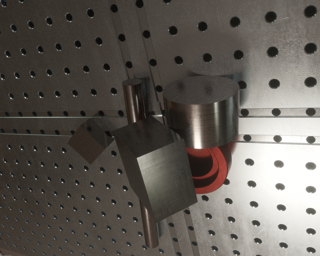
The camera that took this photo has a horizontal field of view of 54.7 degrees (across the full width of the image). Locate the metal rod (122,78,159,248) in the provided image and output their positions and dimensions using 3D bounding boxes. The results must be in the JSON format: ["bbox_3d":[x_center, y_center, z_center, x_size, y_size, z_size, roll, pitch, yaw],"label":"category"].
[{"bbox_3d":[-0.024,0.070,0.465,0.025,0.025,0.298,9,123,23],"label":"metal rod"}]

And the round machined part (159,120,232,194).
[{"bbox_3d":[0.043,0.033,0.397,0.098,0.042,0.097,13,124,21],"label":"round machined part"}]

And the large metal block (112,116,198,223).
[{"bbox_3d":[-0.007,0.042,0.343,0.080,0.050,0.080,36,145,59],"label":"large metal block"}]

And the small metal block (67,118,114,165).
[{"bbox_3d":[-0.108,0.021,0.479,0.050,0.025,0.050,44,129,-3],"label":"small metal block"}]

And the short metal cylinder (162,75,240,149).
[{"bbox_3d":[0.045,-0.020,0.339,0.080,0.080,0.050,7,121,24],"label":"short metal cylinder"}]
